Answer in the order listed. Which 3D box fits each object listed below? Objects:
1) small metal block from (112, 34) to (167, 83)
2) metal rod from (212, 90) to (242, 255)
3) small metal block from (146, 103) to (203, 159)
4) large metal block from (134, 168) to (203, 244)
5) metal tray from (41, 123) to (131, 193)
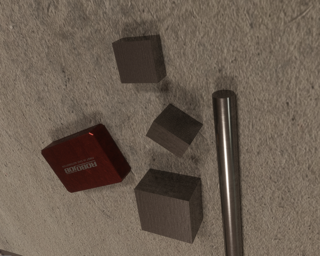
[{"bbox_3d":[-0.024,-0.081,0.368,0.050,0.025,0.050,3,120,26],"label":"small metal block"},{"bbox_3d":[0.093,0.092,0.413,0.025,0.025,0.298,4,121,26],"label":"metal rod"},{"bbox_3d":[0.019,0.002,0.381,0.050,0.050,0.025,33,129,6],"label":"small metal block"},{"bbox_3d":[0.015,0.112,0.451,0.080,0.050,0.079,7,122,24],"label":"large metal block"},{"bbox_3d":[-0.121,0.052,0.497,0.130,0.030,0.090,-18,109,34],"label":"metal tray"}]
